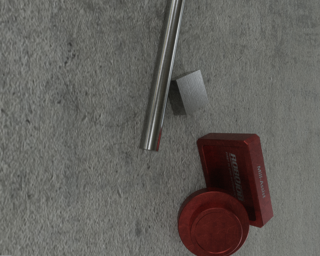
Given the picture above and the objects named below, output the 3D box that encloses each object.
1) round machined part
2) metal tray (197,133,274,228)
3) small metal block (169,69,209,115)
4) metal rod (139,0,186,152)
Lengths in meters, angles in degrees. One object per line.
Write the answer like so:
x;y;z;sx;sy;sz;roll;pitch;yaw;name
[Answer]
0.074;0.135;0.424;0.099;0.042;0.097;0;96;0;round machined part
0.109;0.073;0.456;0.030;0.090;0.129;-23;105;-39;metal tray
0.038;-0.050;0.439;0.050;0.025;0.050;-29;108;-36;small metal block
0.012;-0.117;0.416;0.025;0.025;0.299;17;79;-39;metal rod
